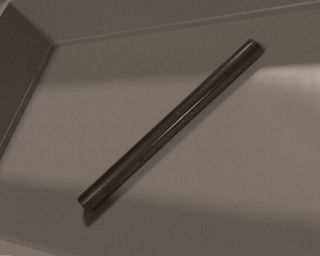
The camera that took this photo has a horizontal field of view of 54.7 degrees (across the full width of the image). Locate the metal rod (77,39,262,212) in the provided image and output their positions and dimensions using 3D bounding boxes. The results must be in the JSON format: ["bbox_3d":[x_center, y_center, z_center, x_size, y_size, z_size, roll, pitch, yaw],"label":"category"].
[{"bbox_3d":[0.014,-0.005,0.399,0.300,0.025,0.025,-43,51,-2],"label":"metal rod"}]
